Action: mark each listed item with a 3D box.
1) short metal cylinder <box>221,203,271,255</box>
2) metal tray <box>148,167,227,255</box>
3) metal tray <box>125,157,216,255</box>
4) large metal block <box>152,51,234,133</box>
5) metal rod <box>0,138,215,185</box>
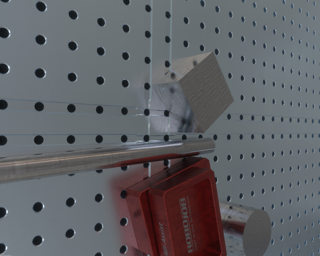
[{"bbox_3d":[0.139,0.169,0.510,0.081,0.050,0.079,0,90,-40],"label":"short metal cylinder"},{"bbox_3d":[0.038,0.125,0.398,0.091,0.030,0.129,-17,101,-39],"label":"metal tray"},{"bbox_3d":[0.022,0.102,0.425,0.131,0.030,0.089,-21,103,-38],"label":"metal tray"},{"bbox_3d":[0.049,-0.049,0.434,0.080,0.050,0.080,-43,116,-31],"label":"large metal block"},{"bbox_3d":[-0.041,0.033,0.374,0.302,0.025,0.025,-3,92,-40],"label":"metal rod"}]
